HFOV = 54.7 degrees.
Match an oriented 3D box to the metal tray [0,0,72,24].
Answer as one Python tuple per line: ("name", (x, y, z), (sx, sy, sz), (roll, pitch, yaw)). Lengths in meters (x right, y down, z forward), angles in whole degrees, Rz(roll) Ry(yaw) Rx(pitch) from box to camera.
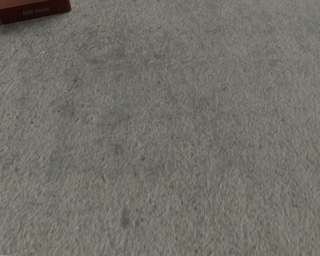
("metal tray", (-0.251, -0.252, 0.608), (0.131, 0.030, 0.090), (-18, 52, -15))
